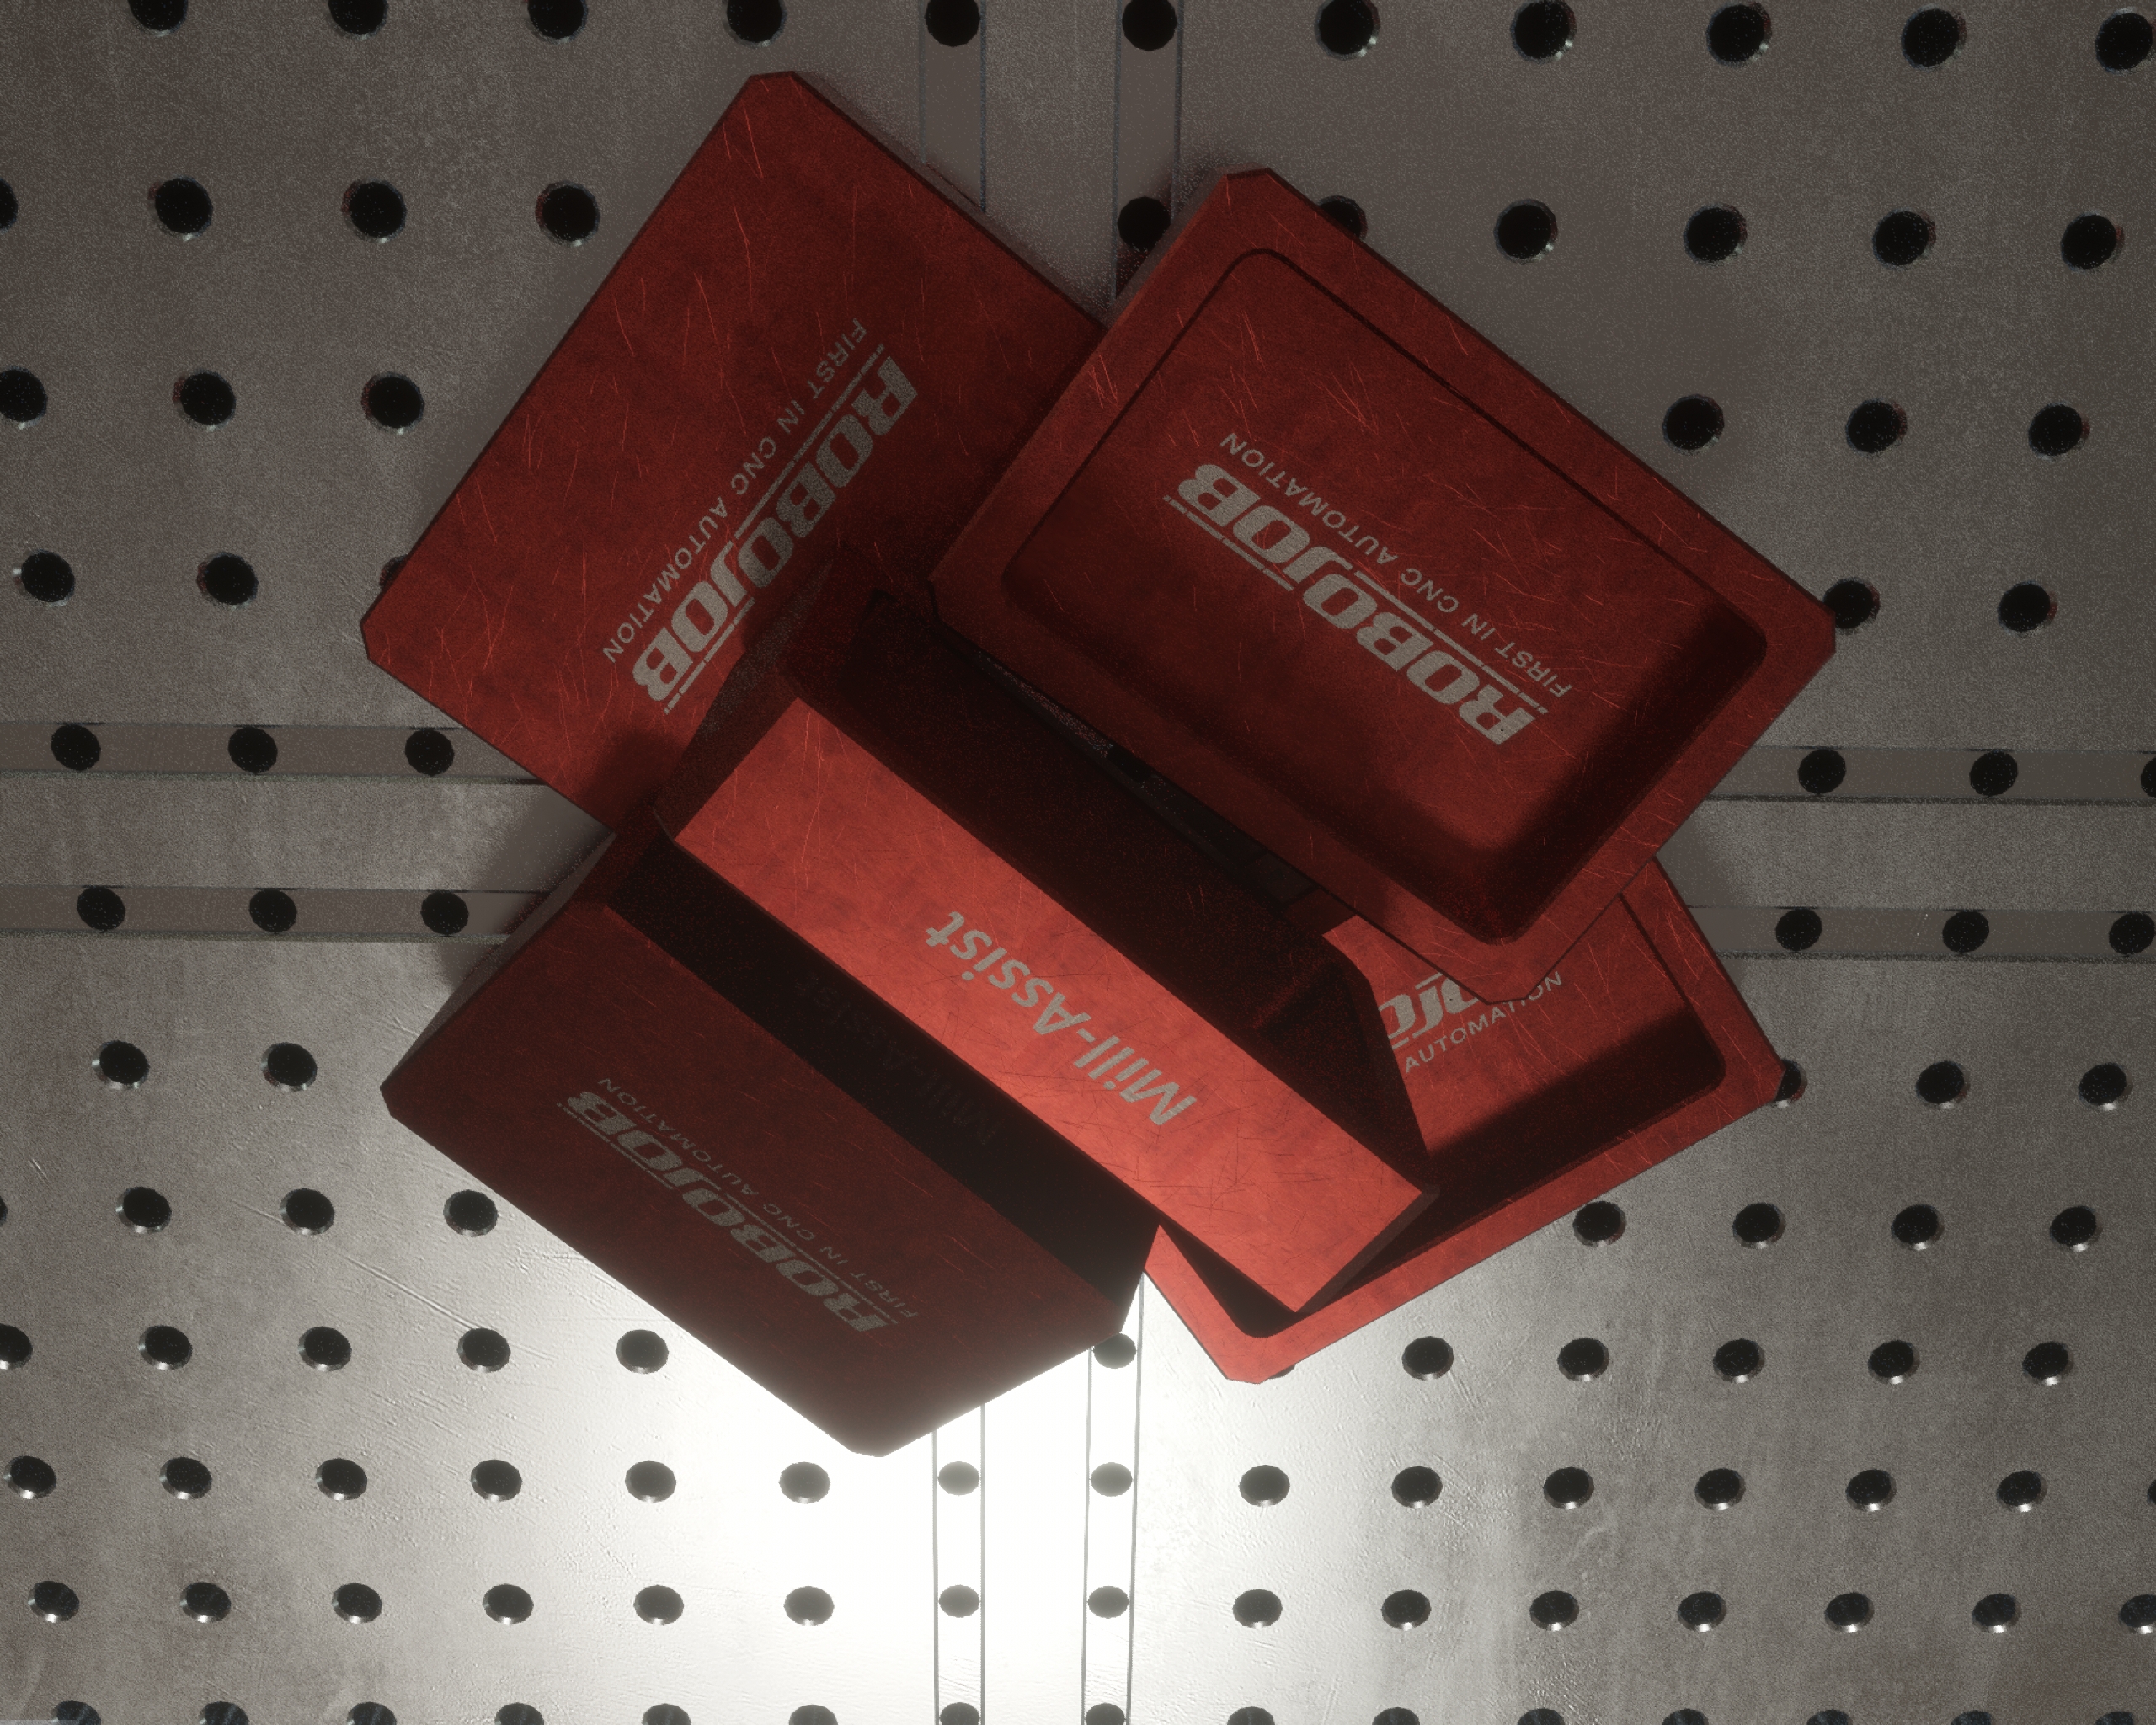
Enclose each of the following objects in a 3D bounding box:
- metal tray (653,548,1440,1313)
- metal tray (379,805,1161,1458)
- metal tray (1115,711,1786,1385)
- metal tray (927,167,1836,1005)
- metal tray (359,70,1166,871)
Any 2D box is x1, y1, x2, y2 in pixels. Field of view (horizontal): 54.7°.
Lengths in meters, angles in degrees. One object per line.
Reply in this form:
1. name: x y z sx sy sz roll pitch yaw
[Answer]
1. metal tray: -0.003 0.008 0.349 0.130 0.090 0.030 39 105 -14
2. metal tray: -0.061 0.058 0.411 0.130 0.030 0.090 40 130 -14
3. metal tray: 0.063 0.038 0.424 0.130 0.030 0.090 -32 107 10
4. metal tray: 0.051 -0.046 0.362 0.130 0.030 0.090 34 106 -12
5. metal tray: -0.057 -0.066 0.385 0.090 0.030 0.130 37 106 -13
